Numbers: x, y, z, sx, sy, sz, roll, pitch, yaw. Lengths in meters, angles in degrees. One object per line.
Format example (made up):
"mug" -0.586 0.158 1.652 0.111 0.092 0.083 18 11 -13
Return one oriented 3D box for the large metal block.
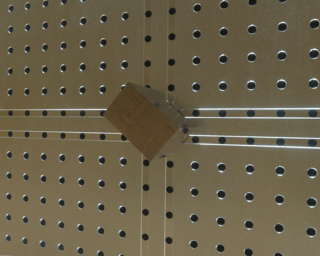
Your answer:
"large metal block" -0.010 -0.008 0.387 0.080 0.080 0.050 43 104 14
